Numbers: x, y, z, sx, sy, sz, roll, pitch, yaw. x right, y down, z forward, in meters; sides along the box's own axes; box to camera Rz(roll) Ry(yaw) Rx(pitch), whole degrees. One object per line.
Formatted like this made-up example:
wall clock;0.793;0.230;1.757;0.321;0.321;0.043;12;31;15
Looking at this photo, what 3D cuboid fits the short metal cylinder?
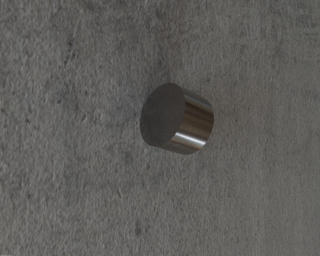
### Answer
short metal cylinder;0.020;-0.010;0.388;0.050;0.080;0.080;19;78;-39
